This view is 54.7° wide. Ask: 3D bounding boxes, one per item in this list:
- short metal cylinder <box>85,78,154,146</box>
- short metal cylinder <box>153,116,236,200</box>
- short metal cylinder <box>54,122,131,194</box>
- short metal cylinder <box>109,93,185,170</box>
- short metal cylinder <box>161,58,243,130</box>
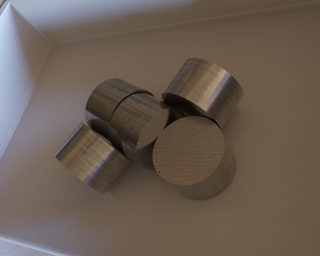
[{"bbox_3d":[-0.049,-0.019,0.404,0.050,0.080,0.080,29,77,37],"label":"short metal cylinder"},{"bbox_3d":[0.039,0.034,0.345,0.080,0.050,0.080,-13,56,20],"label":"short metal cylinder"},{"bbox_3d":[-0.083,0.037,0.388,0.080,0.080,0.050,33,80,38],"label":"short metal cylinder"},{"bbox_3d":[-0.014,0.004,0.373,0.050,0.080,0.080,30,78,37],"label":"short metal cylinder"},{"bbox_3d":[0.049,-0.036,0.364,0.080,0.080,0.050,26,76,36],"label":"short metal cylinder"}]
